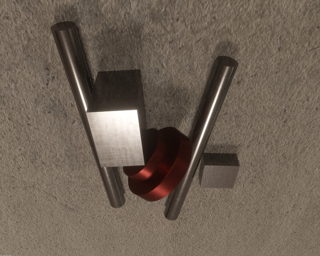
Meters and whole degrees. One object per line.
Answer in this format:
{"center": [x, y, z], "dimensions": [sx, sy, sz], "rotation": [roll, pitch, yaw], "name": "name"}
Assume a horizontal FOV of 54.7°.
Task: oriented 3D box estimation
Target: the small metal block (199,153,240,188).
{"center": [0.087, 0.064, 0.463], "dimensions": [0.050, 0.025, 0.050], "rotation": [2, 130, -2], "name": "small metal block"}

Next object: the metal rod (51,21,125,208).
{"center": [-0.084, 0.008, 0.413], "dimensions": [0.025, 0.025, 0.298], "rotation": [-5, 130, 3], "name": "metal rod"}

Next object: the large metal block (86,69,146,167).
{"center": [-0.045, -0.012, 0.360], "dimensions": [0.050, 0.080, 0.079], "rotation": [-3, 130, 2], "name": "large metal block"}

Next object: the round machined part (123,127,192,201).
{"center": [-0.010, 0.039, 0.393], "dimensions": [0.042, 0.098, 0.098], "rotation": [36, 121, -27], "name": "round machined part"}

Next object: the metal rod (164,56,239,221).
{"center": [0.047, 0.037, 0.439], "dimensions": [0.025, 0.025, 0.298], "rotation": [8, 130, -7], "name": "metal rod"}
